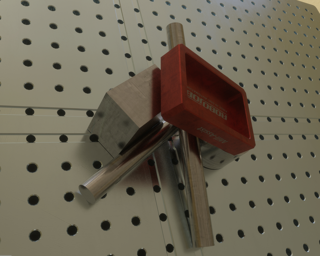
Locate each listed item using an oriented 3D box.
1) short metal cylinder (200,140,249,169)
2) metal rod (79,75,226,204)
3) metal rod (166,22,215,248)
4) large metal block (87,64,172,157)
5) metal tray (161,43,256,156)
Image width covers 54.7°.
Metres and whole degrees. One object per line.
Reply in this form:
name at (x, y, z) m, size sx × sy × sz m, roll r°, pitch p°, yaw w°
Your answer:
short metal cylinder at (0.081, 0.011, 0.430) m, size 0.081 × 0.050 × 0.080 m, roll 14°, pitch 56°, yaw -21°
metal rod at (0.014, -0.004, 0.420) m, size 0.025 × 0.025 × 0.302 m, roll 47°, pitch 51°, yaw 4°
metal rod at (0.036, -0.005, 0.403) m, size 0.025 × 0.025 × 0.299 m, roll 4°, pitch 69°, yaw -27°
large metal block at (-0.030, -0.019, 0.369) m, size 0.050 × 0.080 × 0.080 m, roll 47°, pitch 51°, yaw 4°
metal tray at (0.058, -0.030, 0.366) m, size 0.131 × 0.030 × 0.090 m, roll 26°, pitch 50°, yaw -36°
